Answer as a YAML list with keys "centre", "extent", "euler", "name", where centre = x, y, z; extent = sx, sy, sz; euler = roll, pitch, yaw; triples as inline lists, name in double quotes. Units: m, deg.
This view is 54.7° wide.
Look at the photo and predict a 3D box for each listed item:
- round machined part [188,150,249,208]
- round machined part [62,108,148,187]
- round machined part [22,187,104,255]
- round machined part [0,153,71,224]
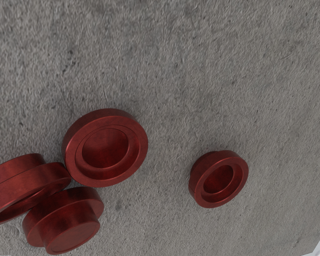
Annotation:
- centre: [0.087, 0.076, 0.490]
  extent: [0.099, 0.042, 0.097]
  euler: [-14, 124, -21]
  name: "round machined part"
- centre: [-0.067, 0.020, 0.371]
  extent: [0.099, 0.042, 0.097]
  euler: [-14, 124, -21]
  name: "round machined part"
- centre: [-0.115, 0.121, 0.388]
  extent: [0.099, 0.042, 0.098]
  euler: [-26, 148, -17]
  name: "round machined part"
- centre: [-0.150, 0.062, 0.331]
  extent: [0.098, 0.042, 0.098]
  euler: [-32, 170, -6]
  name: "round machined part"
